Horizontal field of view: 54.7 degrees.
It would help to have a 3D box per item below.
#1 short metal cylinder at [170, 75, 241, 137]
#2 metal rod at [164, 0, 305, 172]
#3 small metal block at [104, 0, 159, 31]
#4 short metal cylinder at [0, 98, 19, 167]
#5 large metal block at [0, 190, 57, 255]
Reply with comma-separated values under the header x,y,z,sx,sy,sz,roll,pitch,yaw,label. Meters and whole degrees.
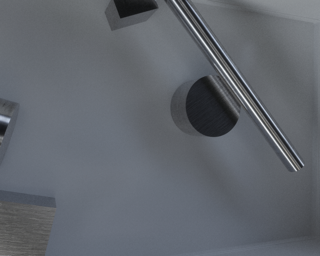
x,y,z,sx,sy,sz,roll,pitch,yaw,label
0.061,-0.028,0.421,0.081,0.050,0.079,0,90,-21,short metal cylinder
0.095,-0.061,0.393,0.025,0.025,0.300,-43,103,-15,metal rod
-0.036,-0.146,0.384,0.050,0.050,0.025,-23,98,-19,small metal block
-0.182,0.005,0.314,0.050,0.080,0.080,18,84,-20,short metal cylinder
-0.165,0.115,0.337,0.081,0.050,0.080,14,85,-20,large metal block
